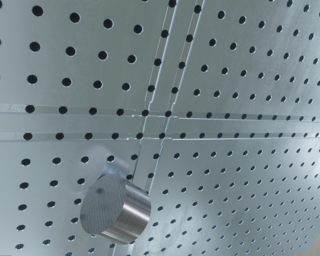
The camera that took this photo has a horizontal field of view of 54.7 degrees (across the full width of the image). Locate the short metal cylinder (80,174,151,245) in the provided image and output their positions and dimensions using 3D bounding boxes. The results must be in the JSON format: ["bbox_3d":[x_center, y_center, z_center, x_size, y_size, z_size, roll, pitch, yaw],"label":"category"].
[{"bbox_3d":[-0.059,0.108,0.412,0.080,0.080,0.050,-46,130,4],"label":"short metal cylinder"}]
